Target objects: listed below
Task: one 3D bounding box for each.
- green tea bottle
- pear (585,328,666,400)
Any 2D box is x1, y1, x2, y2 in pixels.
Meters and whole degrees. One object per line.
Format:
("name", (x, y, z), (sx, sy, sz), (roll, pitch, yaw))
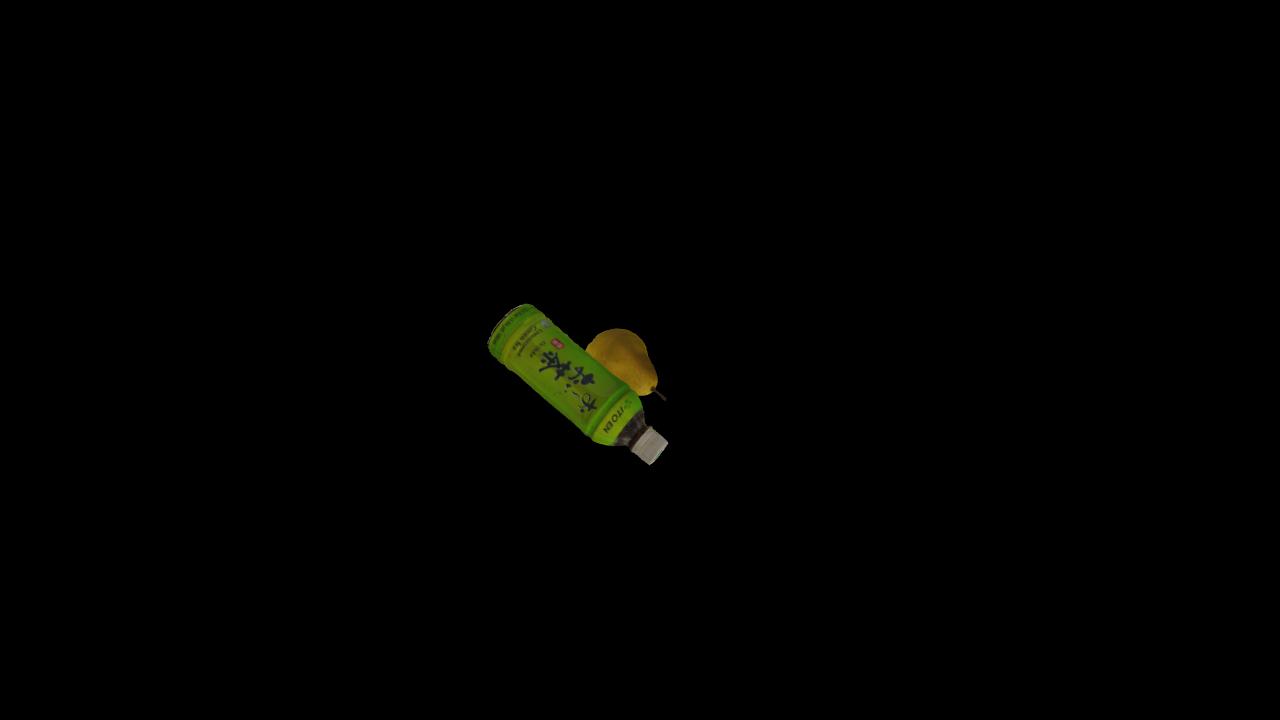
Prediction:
("green tea bottle", (-0.061, 0.030, 0.640), (0.212, 0.073, 0.073), (40, 8, 9))
("pear", (-0.013, 0.010, 0.703), (0.080, 0.080, 0.111), (0, 20, -44))
